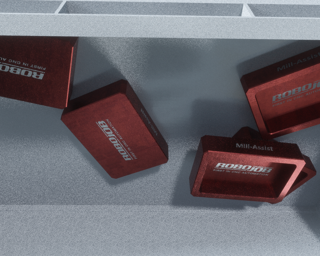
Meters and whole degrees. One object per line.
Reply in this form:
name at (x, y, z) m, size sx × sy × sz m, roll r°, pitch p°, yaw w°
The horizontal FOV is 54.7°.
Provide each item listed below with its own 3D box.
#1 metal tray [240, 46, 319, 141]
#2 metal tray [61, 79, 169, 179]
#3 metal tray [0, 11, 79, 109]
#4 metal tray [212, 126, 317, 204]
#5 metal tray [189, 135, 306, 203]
metal tray at (0.173, -0.043, 0.370) m, size 0.130 × 0.030 × 0.090 m, roll -20°, pitch 128°, yaw 16°
metal tray at (-0.055, 0.007, 0.411) m, size 0.090 × 0.030 × 0.130 m, roll -20°, pitch 128°, yaw 16°
metal tray at (-0.162, -0.076, 0.339) m, size 0.131 × 0.030 × 0.089 m, roll 12°, pitch 129°, yaw -10°
metal tray at (0.148, 0.059, 0.457) m, size 0.131 × 0.030 × 0.089 m, roll 24°, pitch 126°, yaw -20°
metal tray at (0.112, 0.057, 0.415) m, size 0.131 × 0.030 × 0.089 m, roll 6°, pitch 130°, yaw -5°
